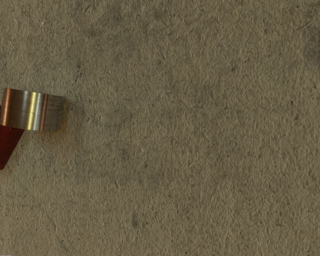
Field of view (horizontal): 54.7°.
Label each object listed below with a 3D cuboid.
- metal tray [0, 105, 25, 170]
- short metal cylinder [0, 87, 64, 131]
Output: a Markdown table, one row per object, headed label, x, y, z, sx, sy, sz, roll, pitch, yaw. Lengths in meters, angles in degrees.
| label | x | y | z | sx | sy | sz | roll | pitch | yaw |
| --- | --- | --- | --- | --- | --- | --- | --- | --- | --- |
| metal tray | -0.294 | -0.001 | 0.509 | 0.130 | 0.030 | 0.090 | 36 | 101 | 16 |
| short metal cylinder | -0.182 | -0.027 | 0.444 | 0.080 | 0.080 | 0.050 | 10 | 94 | 19 |
